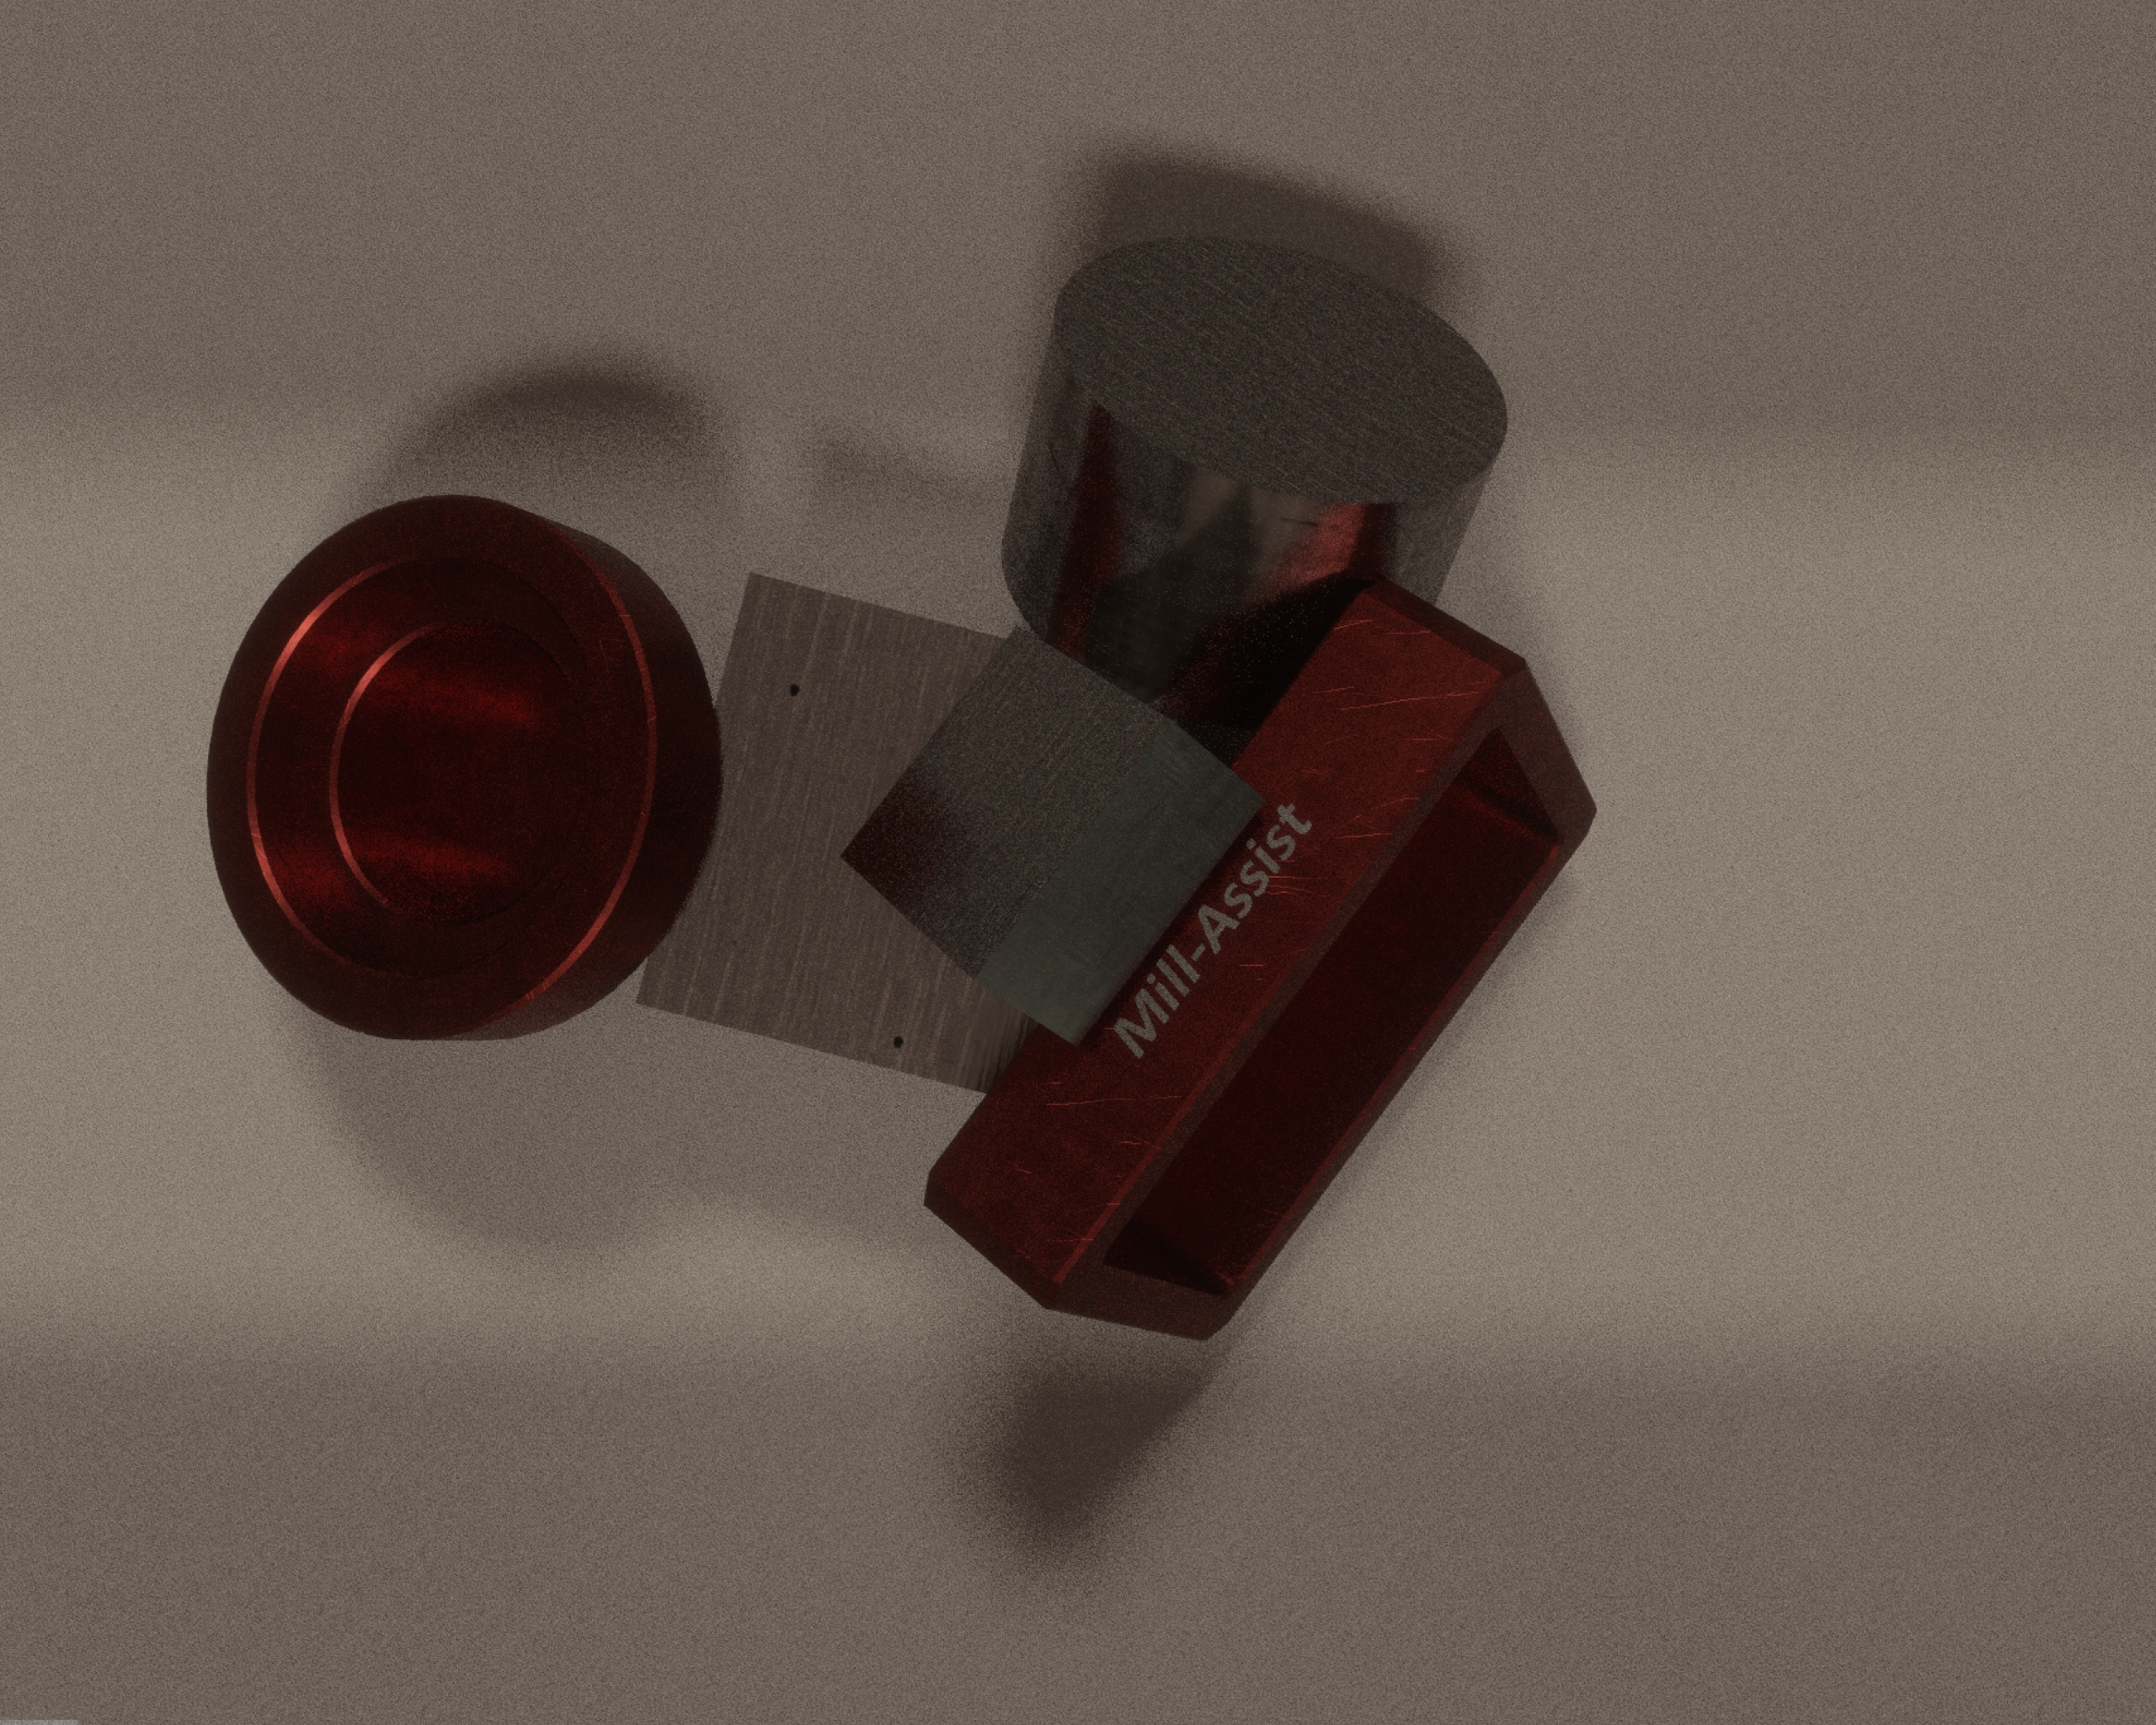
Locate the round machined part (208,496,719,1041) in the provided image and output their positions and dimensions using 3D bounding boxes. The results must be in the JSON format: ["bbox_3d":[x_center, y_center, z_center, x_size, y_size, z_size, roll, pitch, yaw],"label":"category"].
[{"bbox_3d":[-0.109,-0.016,0.388,0.098,0.042,0.097,-2,84,22],"label":"round machined part"}]

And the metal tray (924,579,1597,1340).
[{"bbox_3d":[0.038,0.023,0.377,0.030,0.090,0.130,36,89,27],"label":"metal tray"}]

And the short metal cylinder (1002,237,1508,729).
[{"bbox_3d":[0.030,-0.069,0.376,0.080,0.080,0.050,16,134,-1],"label":"short metal cylinder"}]

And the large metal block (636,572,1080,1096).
[{"bbox_3d":[-0.030,-0.003,0.397,0.080,0.050,0.080,15,90,-1],"label":"large metal block"}]

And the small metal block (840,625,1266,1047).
[{"bbox_3d":[-0.005,-0.006,0.346,0.025,0.050,0.050,37,90,-39],"label":"small metal block"}]
